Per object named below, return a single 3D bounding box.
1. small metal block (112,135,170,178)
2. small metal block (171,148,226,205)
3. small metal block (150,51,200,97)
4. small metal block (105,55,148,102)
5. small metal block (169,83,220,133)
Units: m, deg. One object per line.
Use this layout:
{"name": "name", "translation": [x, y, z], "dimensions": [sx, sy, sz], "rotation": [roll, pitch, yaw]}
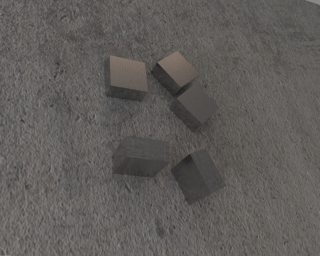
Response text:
{"name": "small metal block", "translation": [-0.023, 0.034, 0.354], "dimensions": [0.050, 0.050, 0.025], "rotation": [10, 58, -23]}
{"name": "small metal block", "translation": [0.045, 0.060, 0.375], "dimensions": [0.025, 0.050, 0.050], "rotation": [-16, 70, -34]}
{"name": "small metal block", "translation": [0.023, -0.082, 0.466], "dimensions": [0.050, 0.025, 0.050], "rotation": [47, 51, 5]}
{"name": "small metal block", "translation": [-0.046, -0.066, 0.419], "dimensions": [0.050, 0.025, 0.050], "rotation": [7, 59, -25]}
{"name": "small metal block", "translation": [0.050, -0.030, 0.448], "dimensions": [0.050, 0.025, 0.050], "rotation": [46, 51, 4]}
